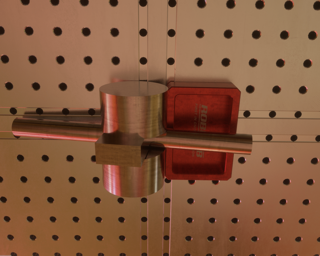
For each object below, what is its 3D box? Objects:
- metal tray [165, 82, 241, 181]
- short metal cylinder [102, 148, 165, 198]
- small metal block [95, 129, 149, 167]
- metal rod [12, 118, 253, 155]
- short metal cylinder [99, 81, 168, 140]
[{"bbox_3d":[0.053,0.006,0.413,0.091,0.030,0.129,1,110,-1],"label":"metal tray"},{"bbox_3d":[-0.034,0.046,0.400,0.081,0.080,0.050,1,110,-1],"label":"short metal cylinder"},{"bbox_3d":[-0.042,0.021,0.356,0.050,0.050,0.025,4,110,7],"label":"small metal block"},{"bbox_3d":[-0.040,0.009,0.391,0.302,0.025,0.025,4,110,7],"label":"metal rod"},{"bbox_3d":[-0.031,-0.024,0.373,0.081,0.080,0.050,1,110,-1],"label":"short metal cylinder"}]
